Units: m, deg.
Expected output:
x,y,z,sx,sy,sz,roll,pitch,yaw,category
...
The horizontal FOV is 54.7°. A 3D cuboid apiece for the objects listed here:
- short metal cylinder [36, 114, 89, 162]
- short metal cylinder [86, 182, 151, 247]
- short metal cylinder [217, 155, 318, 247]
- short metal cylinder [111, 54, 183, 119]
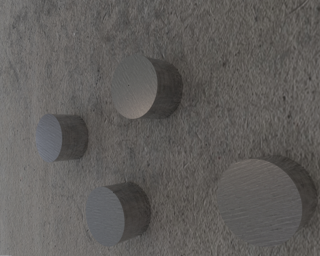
x,y,z,sx,sy,sz,roll,pitch,yaw,category
-0.167,0.016,0.527,0.080,0.050,0.080,0,90,40,short metal cylinder
-0.060,0.119,0.438,0.080,0.050,0.080,0,90,40,short metal cylinder
0.104,0.068,0.303,0.080,0.050,0.080,0,90,40,short metal cylinder
-0.017,-0.051,0.403,0.080,0.050,0.080,0,90,40,short metal cylinder
